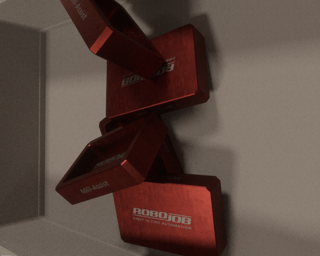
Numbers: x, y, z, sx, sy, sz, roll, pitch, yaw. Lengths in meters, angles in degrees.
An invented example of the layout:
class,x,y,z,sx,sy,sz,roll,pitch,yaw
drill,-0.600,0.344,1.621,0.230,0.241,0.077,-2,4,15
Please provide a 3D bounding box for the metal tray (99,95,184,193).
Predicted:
class,x,y,z,sx,sy,sz,roll,pitch,yaw
metal tray,-0.029,0.030,0.425,0.090,0.030,0.130,-34,69,34

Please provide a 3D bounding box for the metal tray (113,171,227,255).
class,x,y,z,sx,sy,sz,roll,pitch,yaw
metal tray,0.008,0.099,0.367,0.130,0.030,0.089,0,105,30

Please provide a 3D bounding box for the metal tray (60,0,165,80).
class,x,y,z,sx,sy,sz,roll,pitch,yaw
metal tray,-0.058,-0.119,0.357,0.030,0.090,0.130,-46,56,20

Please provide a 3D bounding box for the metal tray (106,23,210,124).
class,x,y,z,sx,sy,sz,roll,pitch,yaw
metal tray,-0.008,-0.063,0.383,0.130,0.030,0.090,-13,69,30

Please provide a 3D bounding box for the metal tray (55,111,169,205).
class,x,y,z,sx,sy,sz,roll,pitch,yaw
metal tray,-0.058,0.037,0.372,0.130,0.090,0.030,-24,116,37
